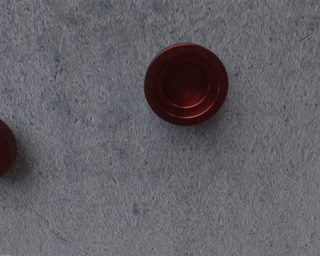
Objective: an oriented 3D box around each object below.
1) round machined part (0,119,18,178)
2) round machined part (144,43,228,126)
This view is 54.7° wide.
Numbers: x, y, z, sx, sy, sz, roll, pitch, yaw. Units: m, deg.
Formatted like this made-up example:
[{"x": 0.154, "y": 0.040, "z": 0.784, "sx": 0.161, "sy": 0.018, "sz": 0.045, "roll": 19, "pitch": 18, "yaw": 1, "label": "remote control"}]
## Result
[{"x": -0.237, "y": 0.021, "z": 0.406, "sx": 0.099, "sy": 0.042, "sz": 0.097, "roll": 0, "pitch": 110, "yaw": 0, "label": "round machined part"}, {"x": 0.031, "y": -0.055, "z": 0.381, "sx": 0.099, "sy": 0.042, "sz": 0.097, "roll": 0, "pitch": 110, "yaw": 0, "label": "round machined part"}]
